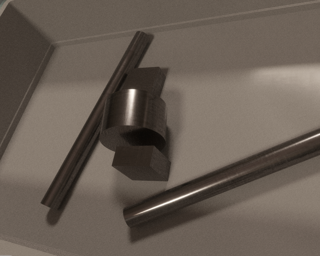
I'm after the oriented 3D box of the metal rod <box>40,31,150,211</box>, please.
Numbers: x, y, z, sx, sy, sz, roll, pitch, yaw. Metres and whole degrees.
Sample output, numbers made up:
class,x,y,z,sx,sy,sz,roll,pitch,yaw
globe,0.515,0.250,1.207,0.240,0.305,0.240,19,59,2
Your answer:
class,x,y,z,sx,sy,sz,roll,pitch,yaw
metal rod,-0.089,-0.023,0.464,0.025,0.025,0.300,13,68,33

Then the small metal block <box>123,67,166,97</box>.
class,x,y,z,sx,sy,sz,roll,pitch,yaw
small metal block,-0.024,-0.061,0.455,0.050,0.025,0.050,3,63,29

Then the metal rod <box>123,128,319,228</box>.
class,x,y,z,sx,sy,sz,roll,pitch,yaw
metal rod,0.097,0.043,0.327,0.301,0.025,0.025,-25,53,12

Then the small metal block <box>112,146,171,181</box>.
class,x,y,z,sx,sy,sz,roll,pitch,yaw
small metal block,-0.021,0.043,0.373,0.050,0.050,0.025,-3,61,26

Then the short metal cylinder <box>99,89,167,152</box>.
class,x,y,z,sx,sy,sz,roll,pitch,yaw
short metal cylinder,-0.032,-0.005,0.389,0.080,0.080,0.050,-10,58,22
